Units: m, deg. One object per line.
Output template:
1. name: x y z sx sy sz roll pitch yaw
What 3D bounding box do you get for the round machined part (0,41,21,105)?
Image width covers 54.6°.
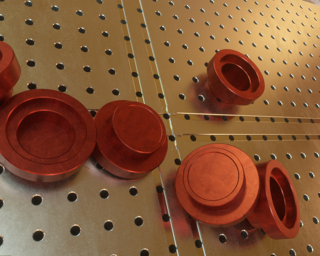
1. round machined part: -0.188 -0.046 0.306 0.099 0.042 0.098 -1 45 1

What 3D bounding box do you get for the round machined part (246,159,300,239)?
1. round machined part: 0.140 0.093 0.401 0.098 0.042 0.098 25 55 -41

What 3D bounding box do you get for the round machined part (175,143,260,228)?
1. round machined part: 0.065 0.062 0.359 0.098 0.042 0.098 -8 61 15

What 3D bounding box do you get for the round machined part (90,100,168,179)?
1. round machined part: -0.032 0.007 0.370 0.099 0.042 0.098 17 54 -24

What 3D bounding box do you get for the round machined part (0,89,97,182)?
1. round machined part: -0.120 0.011 0.326 0.099 0.042 0.098 13 56 -21

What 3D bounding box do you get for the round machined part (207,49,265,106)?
1. round machined part: 0.118 -0.078 0.508 0.099 0.042 0.098 13 56 -21
